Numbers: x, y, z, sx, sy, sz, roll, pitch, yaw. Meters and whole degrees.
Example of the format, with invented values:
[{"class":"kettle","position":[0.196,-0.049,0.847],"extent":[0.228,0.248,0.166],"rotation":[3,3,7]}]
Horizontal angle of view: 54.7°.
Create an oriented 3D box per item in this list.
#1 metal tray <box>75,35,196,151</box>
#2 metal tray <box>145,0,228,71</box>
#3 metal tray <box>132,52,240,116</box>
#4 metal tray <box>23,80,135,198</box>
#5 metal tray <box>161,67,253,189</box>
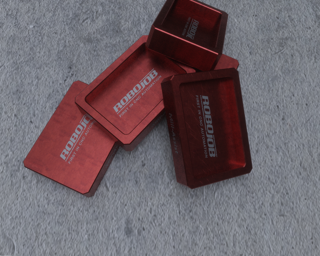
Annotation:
[{"class":"metal tray","position":[-0.028,-0.046,0.391],"extent":[0.090,0.030,0.130],"rotation":[40,74,13]},{"class":"metal tray","position":[0.041,-0.135,0.420],"extent":[0.090,0.030,0.130],"rotation":[22,44,-3]},{"class":"metal tray","position":[0.033,-0.077,0.435],"extent":[0.130,0.030,0.090],"rotation":[26,72,8]},{"class":"metal tray","position":[-0.099,0.012,0.400],"extent":[0.090,0.030,0.130],"rotation":[23,71,8]},{"class":"metal tray","position":[0.057,-0.002,0.372],"extent":[0.091,0.030,0.129],"rotation":[-11,94,-21]}]
